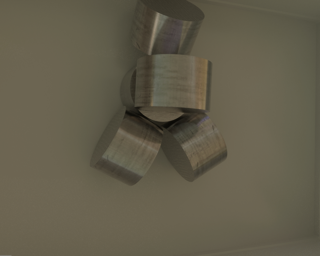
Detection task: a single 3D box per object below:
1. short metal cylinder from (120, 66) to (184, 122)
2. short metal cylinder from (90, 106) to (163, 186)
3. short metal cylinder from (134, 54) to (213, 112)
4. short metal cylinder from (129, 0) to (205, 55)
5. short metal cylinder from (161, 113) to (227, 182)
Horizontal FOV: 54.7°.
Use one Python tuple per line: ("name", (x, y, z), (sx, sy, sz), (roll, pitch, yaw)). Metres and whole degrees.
("short metal cylinder", (-0.005, -0.047, 0.392), (0.081, 0.050, 0.080), (0, 90, -20))
("short metal cylinder", (-0.040, 0.021, 0.365), (0.050, 0.080, 0.080), (31, 80, -17))
("short metal cylinder", (0.014, -0.044, 0.331), (0.081, 0.080, 0.050), (3, 89, -20))
("short metal cylinder", (0.007, -0.124, 0.375), (0.081, 0.080, 0.050), (4, 131, -20))
("short metal cylinder", (0.039, 0.021, 0.394), (0.050, 0.080, 0.080), (-30, 100, -17))
